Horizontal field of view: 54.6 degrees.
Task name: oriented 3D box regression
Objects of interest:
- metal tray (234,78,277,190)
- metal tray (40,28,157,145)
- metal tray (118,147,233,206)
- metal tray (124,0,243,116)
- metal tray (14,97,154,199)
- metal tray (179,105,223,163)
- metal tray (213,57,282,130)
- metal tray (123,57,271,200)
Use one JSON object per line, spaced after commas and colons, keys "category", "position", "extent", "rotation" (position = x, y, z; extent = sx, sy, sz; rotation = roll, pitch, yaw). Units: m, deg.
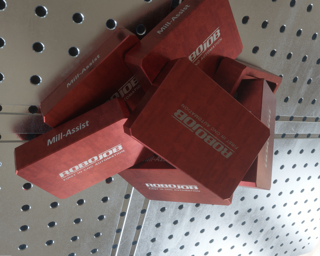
{"category": "metal tray", "position": [0.123, 0.012, 0.400], "extent": [0.090, 0.030, 0.130], "rotation": [24, 71, -58]}
{"category": "metal tray", "position": [-0.056, -0.035, 0.354], "extent": [0.130, 0.030, 0.090], "rotation": [-44, 129, 1]}
{"category": "metal tray", "position": [0.019, 0.063, 0.400], "extent": [0.090, 0.130, 0.030], "rotation": [51, 47, -40]}
{"category": "metal tray", "position": [0.033, -0.084, 0.349], "extent": [0.130, 0.030, 0.090], "rotation": [-47, 133, -14]}
{"category": "metal tray", "position": [-0.080, 0.027, 0.351], "extent": [0.130, 0.030, 0.090], "rotation": [-26, 145, 2]}
{"category": "metal tray", "position": [0.063, 0.013, 0.412], "extent": [0.030, 0.090, 0.130], "rotation": [-39, 129, -1]}
{"category": "metal tray", "position": [0.108, -0.038, 0.414], "extent": [0.131, 0.030, 0.089], "rotation": [-1, 121, -51]}
{"category": "metal tray", "position": [0.041, 0.003, 0.317], "extent": [0.130, 0.030, 0.090], "rotation": [36, 84, -19]}
